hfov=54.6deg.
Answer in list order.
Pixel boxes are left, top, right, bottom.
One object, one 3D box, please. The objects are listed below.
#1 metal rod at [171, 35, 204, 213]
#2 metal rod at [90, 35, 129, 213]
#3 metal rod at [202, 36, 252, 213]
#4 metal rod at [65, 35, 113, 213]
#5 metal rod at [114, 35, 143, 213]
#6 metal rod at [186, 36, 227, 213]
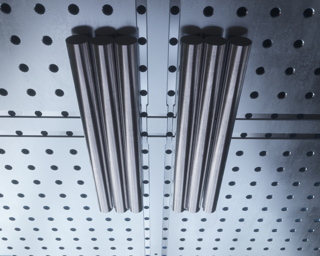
[{"bbox_3d":[0.033,0.019,0.427,0.025,0.025,0.298,0,130,-1],"label":"metal rod"},{"bbox_3d":[-0.064,0.020,0.427,0.025,0.025,0.298,0,130,-1],"label":"metal rod"},{"bbox_3d":[0.084,0.020,0.429,0.025,0.025,0.298,0,130,-1],"label":"metal rod"},{"bbox_3d":[-0.089,0.019,0.426,0.025,0.025,0.298,0,130,-1],"label":"metal rod"},{"bbox_3d":[-0.038,0.020,0.427,0.025,0.025,0.298,0,130,-1],"label":"metal rod"},{"bbox_3d":[0.058,0.020,0.428,0.025,0.025,0.298,0,130,-1],"label":"metal rod"}]
